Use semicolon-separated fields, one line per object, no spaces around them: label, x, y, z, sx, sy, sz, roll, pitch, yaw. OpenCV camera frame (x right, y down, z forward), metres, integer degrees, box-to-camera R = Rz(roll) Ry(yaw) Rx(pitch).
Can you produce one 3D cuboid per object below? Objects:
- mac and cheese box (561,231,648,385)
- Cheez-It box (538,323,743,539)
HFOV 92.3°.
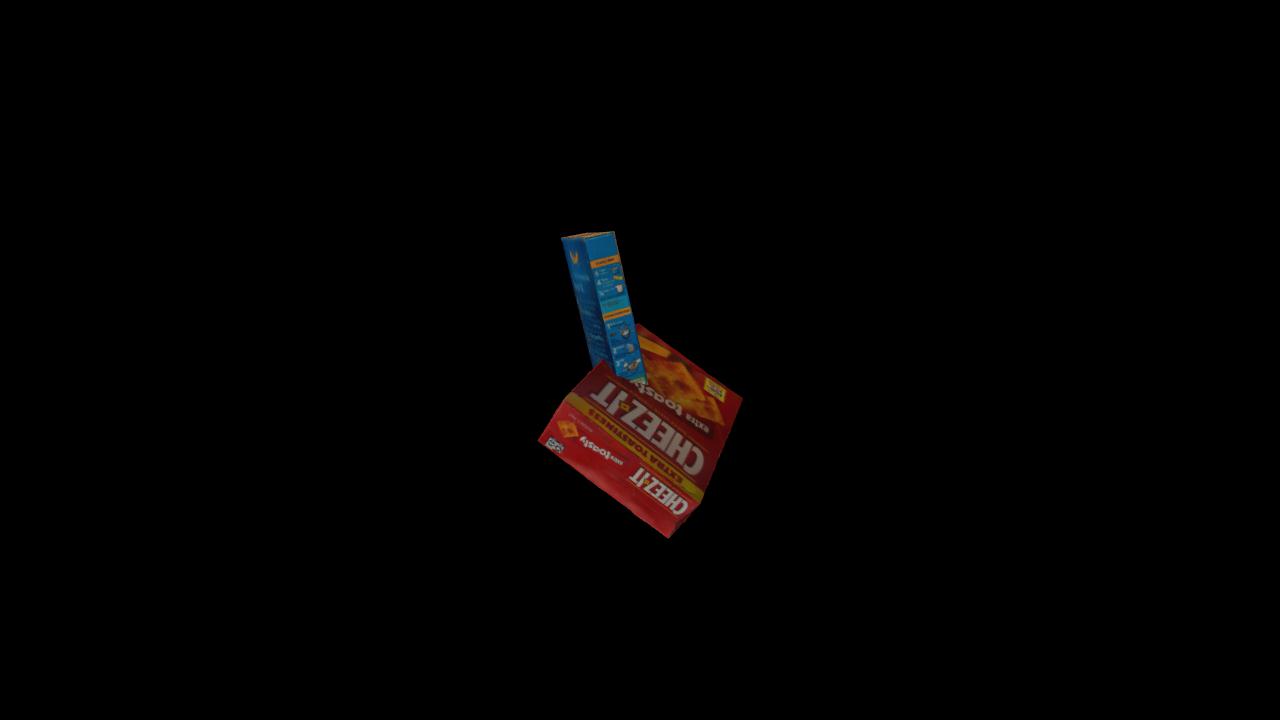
mac and cheese box;-0.038;-0.047;0.677;0.041;0.184;0.093;-17;16;-17
Cheez-It box;0.011;0.064;0.681;0.166;0.071;0.223;36;31;2
